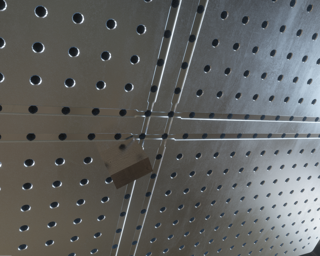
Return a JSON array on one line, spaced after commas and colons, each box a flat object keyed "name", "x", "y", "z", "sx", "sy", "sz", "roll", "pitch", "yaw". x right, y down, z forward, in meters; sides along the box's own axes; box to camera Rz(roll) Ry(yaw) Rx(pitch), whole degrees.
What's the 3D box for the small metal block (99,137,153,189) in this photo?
[{"name": "small metal block", "x": -0.044, "y": 0.043, "z": 0.397, "sx": 0.050, "sy": 0.050, "sz": 0.025, "roll": -25, "pitch": 128, "yaw": -13}]
